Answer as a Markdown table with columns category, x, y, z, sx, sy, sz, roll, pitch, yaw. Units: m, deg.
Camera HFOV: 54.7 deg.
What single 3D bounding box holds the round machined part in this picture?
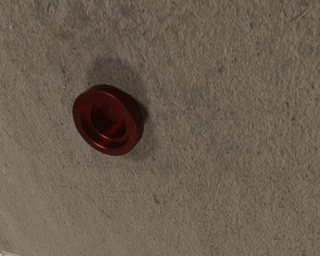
| category | x | y | z | sx | sy | sz | roll | pitch | yaw |
| --- | --- | --- | --- | --- | --- | --- | --- | --- | --- |
| round machined part | -0.065 | -0.014 | 0.420 | 0.098 | 0.042 | 0.097 | 13 | 124 | 20 |
